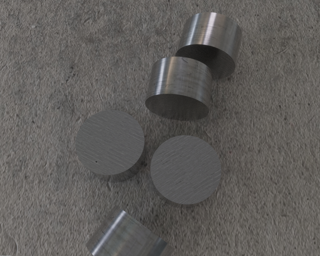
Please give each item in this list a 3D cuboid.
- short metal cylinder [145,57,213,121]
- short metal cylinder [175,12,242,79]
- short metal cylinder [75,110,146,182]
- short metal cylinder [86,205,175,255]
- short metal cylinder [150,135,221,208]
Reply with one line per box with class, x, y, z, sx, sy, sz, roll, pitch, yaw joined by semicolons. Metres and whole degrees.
short metal cylinder;0.025;-0.048;0.396;0.080;0.080;0.050;9;70;3
short metal cylinder;0.066;-0.109;0.419;0.080;0.080;0.050;14;71;5
short metal cylinder;-0.058;0.024;0.386;0.081;0.050;0.080;0;70;0
short metal cylinder;-0.031;0.127;0.332;0.080;0.080;0.050;34;74;11
short metal cylinder;0.029;0.054;0.375;0.081;0.050;0.080;0;70;0
